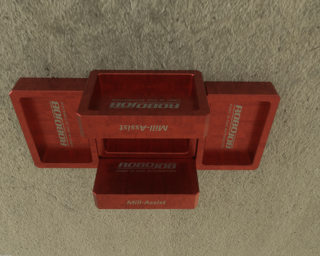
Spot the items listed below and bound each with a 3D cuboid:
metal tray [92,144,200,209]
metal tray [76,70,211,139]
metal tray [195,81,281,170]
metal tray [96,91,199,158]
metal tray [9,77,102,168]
[{"bbox_3d":[-0.017,0.063,0.418,0.131,0.090,0.030,0,130,-1],"label":"metal tray"},{"bbox_3d":[-0.016,-0.029,0.341,0.131,0.090,0.030,0,130,-1],"label":"metal tray"},{"bbox_3d":[0.094,0.001,0.408,0.091,0.030,0.129,0,130,-1],"label":"metal tray"},{"bbox_3d":[-0.017,-0.003,0.403,0.131,0.030,0.089,0,130,-1],"label":"metal tray"},{"bbox_3d":[-0.127,-0.002,0.402,0.091,0.030,0.129,0,130,-1],"label":"metal tray"}]
